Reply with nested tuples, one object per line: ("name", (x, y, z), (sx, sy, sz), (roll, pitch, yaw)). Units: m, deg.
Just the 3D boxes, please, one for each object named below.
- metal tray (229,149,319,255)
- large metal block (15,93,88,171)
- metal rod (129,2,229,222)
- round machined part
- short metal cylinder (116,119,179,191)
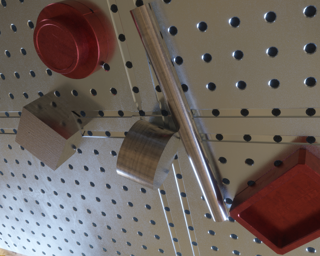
("metal tray", (0.161, 0.096, 0.381), (0.090, 0.030, 0.129), (39, 129, 1))
("large metal block", (-0.172, 0.007, 0.488), (0.080, 0.050, 0.079), (36, 129, 3))
("metal rod", (0.032, -0.004, 0.390), (0.025, 0.025, 0.299), (-10, 114, 32))
("round machined part", (-0.120, -0.108, 0.395), (0.098, 0.042, 0.097), (13, 124, 20))
("short metal cylinder", (-0.014, 0.034, 0.403), (0.050, 0.080, 0.079), (20, 126, 16))
